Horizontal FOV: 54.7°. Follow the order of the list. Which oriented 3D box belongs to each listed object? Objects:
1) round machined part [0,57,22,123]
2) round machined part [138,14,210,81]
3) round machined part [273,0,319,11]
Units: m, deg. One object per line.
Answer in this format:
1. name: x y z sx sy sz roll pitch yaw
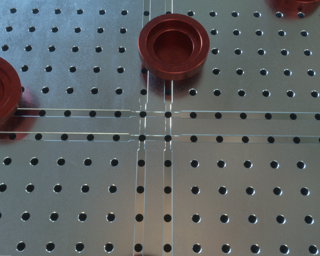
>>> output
1. round machined part: -0.235 -0.047 0.407 0.099 0.042 0.098 5 75 -19
2. round machined part: 0.019 -0.111 0.443 0.099 0.042 0.098 0 70 -1
3. round machined part: 0.225 -0.239 0.493 0.099 0.042 0.098 0 70 -1
